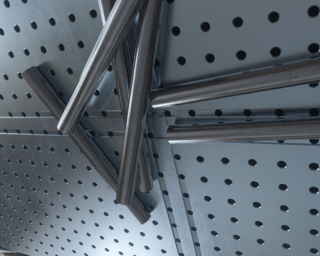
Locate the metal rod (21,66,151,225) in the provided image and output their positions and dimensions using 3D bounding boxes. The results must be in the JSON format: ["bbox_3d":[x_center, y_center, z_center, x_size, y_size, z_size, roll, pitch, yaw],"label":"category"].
[{"bbox_3d":[-0.111,0.034,0.491,0.025,0.025,0.300,-27,104,37],"label":"metal rod"}]

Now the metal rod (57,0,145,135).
[{"bbox_3d":[-0.062,-0.090,0.355,0.025,0.025,0.298,40,129,1],"label":"metal rod"}]

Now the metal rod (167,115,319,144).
[{"bbox_3d":[0.145,0.000,0.334,0.300,0.025,0.025,-4,117,30],"label":"metal rod"}]

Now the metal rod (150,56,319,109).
[{"bbox_3d":[0.121,-0.052,0.314,0.300,0.025,0.025,-7,115,31],"label":"metal rod"}]

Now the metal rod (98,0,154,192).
[{"bbox_3d":[-0.042,-0.040,0.409,0.025,0.025,0.298,6,121,25],"label":"metal rod"}]

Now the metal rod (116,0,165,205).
[{"bbox_3d":[-0.028,-0.025,0.387,0.025,0.025,0.298,20,119,17],"label":"metal rod"}]
